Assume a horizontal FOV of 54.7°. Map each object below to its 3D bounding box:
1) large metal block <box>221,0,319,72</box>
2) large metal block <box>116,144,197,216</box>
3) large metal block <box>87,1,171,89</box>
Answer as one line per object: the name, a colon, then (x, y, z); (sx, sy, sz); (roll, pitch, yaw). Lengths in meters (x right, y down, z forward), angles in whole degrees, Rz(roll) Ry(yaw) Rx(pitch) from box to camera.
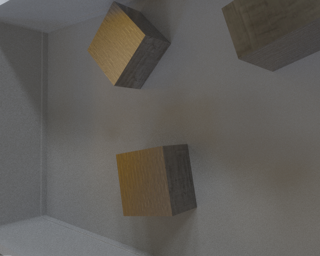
large metal block: (0.116, -0.095, 0.275); (0.080, 0.081, 0.050); (-24, 75, 37)
large metal block: (-0.006, 0.067, 0.395); (0.080, 0.050, 0.080); (-13, 82, 39)
large metal block: (-0.045, -0.112, 0.428); (0.080, 0.050, 0.080); (52, 120, 27)
